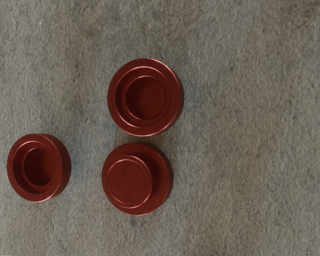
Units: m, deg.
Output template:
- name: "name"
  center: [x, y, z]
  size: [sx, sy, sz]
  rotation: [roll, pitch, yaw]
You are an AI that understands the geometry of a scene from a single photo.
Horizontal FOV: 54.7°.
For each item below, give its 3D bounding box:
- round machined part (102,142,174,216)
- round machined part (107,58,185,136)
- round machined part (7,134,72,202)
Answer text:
- name: "round machined part"
  center: [-0.035, 0.068, 0.411]
  size: [0.098, 0.042, 0.097]
  rotation: [0, 90, 19]
- name: "round machined part"
  center: [-0.015, -0.038, 0.404]
  size: [0.098, 0.042, 0.097]
  rotation: [0, 90, 19]
- name: "round machined part"
  center: [-0.172, 0.057, 0.459]
  size: [0.098, 0.042, 0.097]
  rotation: [0, 90, 19]
